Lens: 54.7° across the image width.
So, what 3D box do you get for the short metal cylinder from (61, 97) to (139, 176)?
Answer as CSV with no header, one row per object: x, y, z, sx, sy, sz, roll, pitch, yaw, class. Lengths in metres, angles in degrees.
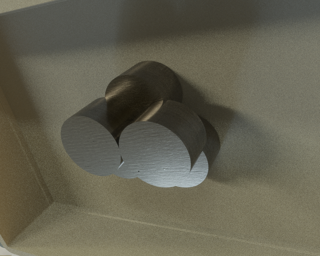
-0.069,0.010,0.368,0.080,0.050,0.079,13,124,21,short metal cylinder

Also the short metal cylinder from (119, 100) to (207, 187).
0.004,0.016,0.333,0.080,0.050,0.079,13,124,21,short metal cylinder

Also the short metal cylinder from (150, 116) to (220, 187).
0.030,0.028,0.392,0.080,0.050,0.079,13,124,21,short metal cylinder

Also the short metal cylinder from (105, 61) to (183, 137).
-0.019,-0.036,0.379,0.080,0.050,0.079,13,124,21,short metal cylinder

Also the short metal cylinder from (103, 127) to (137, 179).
-0.044,0.023,0.427,0.080,0.050,0.079,13,124,21,short metal cylinder
